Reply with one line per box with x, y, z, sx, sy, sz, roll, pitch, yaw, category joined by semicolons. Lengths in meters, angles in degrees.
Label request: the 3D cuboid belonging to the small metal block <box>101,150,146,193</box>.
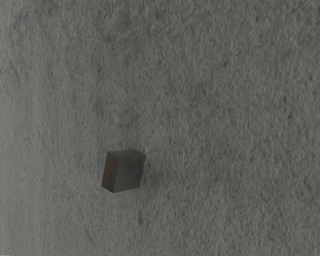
-0.050;0.059;0.431;0.025;0.050;0.050;19;102;38;small metal block
